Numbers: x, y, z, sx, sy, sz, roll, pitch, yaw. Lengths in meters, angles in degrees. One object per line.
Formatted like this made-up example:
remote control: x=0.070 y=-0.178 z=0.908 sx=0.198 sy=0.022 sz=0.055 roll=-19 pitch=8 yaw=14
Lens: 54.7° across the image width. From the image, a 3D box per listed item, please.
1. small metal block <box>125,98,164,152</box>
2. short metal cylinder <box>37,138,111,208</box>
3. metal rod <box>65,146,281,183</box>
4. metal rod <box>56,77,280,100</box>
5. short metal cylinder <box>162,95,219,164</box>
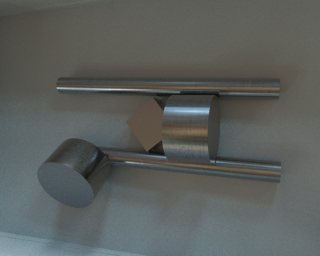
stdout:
small metal block: x=-0.009 y=-0.004 z=0.411 sx=0.050 sy=0.025 sz=0.050 roll=-39 pitch=78 yaw=15
short metal cylinder: x=-0.114 y=0.061 z=0.416 sx=0.080 sy=0.050 sz=0.079 roll=10 pitch=127 yaw=14
metal rod: x=-0.002 y=0.043 z=0.408 sx=0.301 sy=0.025 sz=0.025 roll=3 pitch=91 yaw=19
metal rod: x=-0.003 y=-0.054 z=0.409 sx=0.301 sy=0.025 sz=0.025 roll=4 pitch=91 yaw=19
short metal cylinder: x=0.039 y=0.001 z=0.365 sx=0.050 sy=0.080 sz=0.079 roll=2 pitch=91 yaw=20
